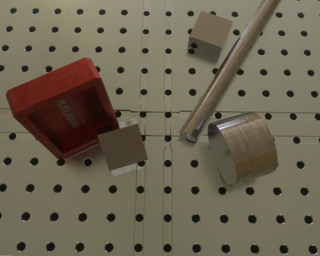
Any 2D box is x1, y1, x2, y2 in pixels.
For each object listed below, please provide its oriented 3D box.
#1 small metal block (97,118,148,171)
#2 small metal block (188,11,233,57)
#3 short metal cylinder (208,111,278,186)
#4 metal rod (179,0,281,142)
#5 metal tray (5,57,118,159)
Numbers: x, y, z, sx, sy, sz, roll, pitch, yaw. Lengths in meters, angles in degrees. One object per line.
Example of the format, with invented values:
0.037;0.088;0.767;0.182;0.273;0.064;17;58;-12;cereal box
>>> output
-0.047;0.020;0.390;0.050;0.025;0.050;-16;111;-6;small metal block
0.075;-0.141;0.464;0.050;0.025;0.050;22;71;7;small metal block
0.097;0.024;0.375;0.050;0.080;0.080;-18;71;-7;short metal cylinder
0.115;-0.109;0.452;0.025;0.025;0.300;30;72;10;metal rod
-0.102;-0.016;0.359;0.090;0.130;0.030;-26;67;-9;metal tray
